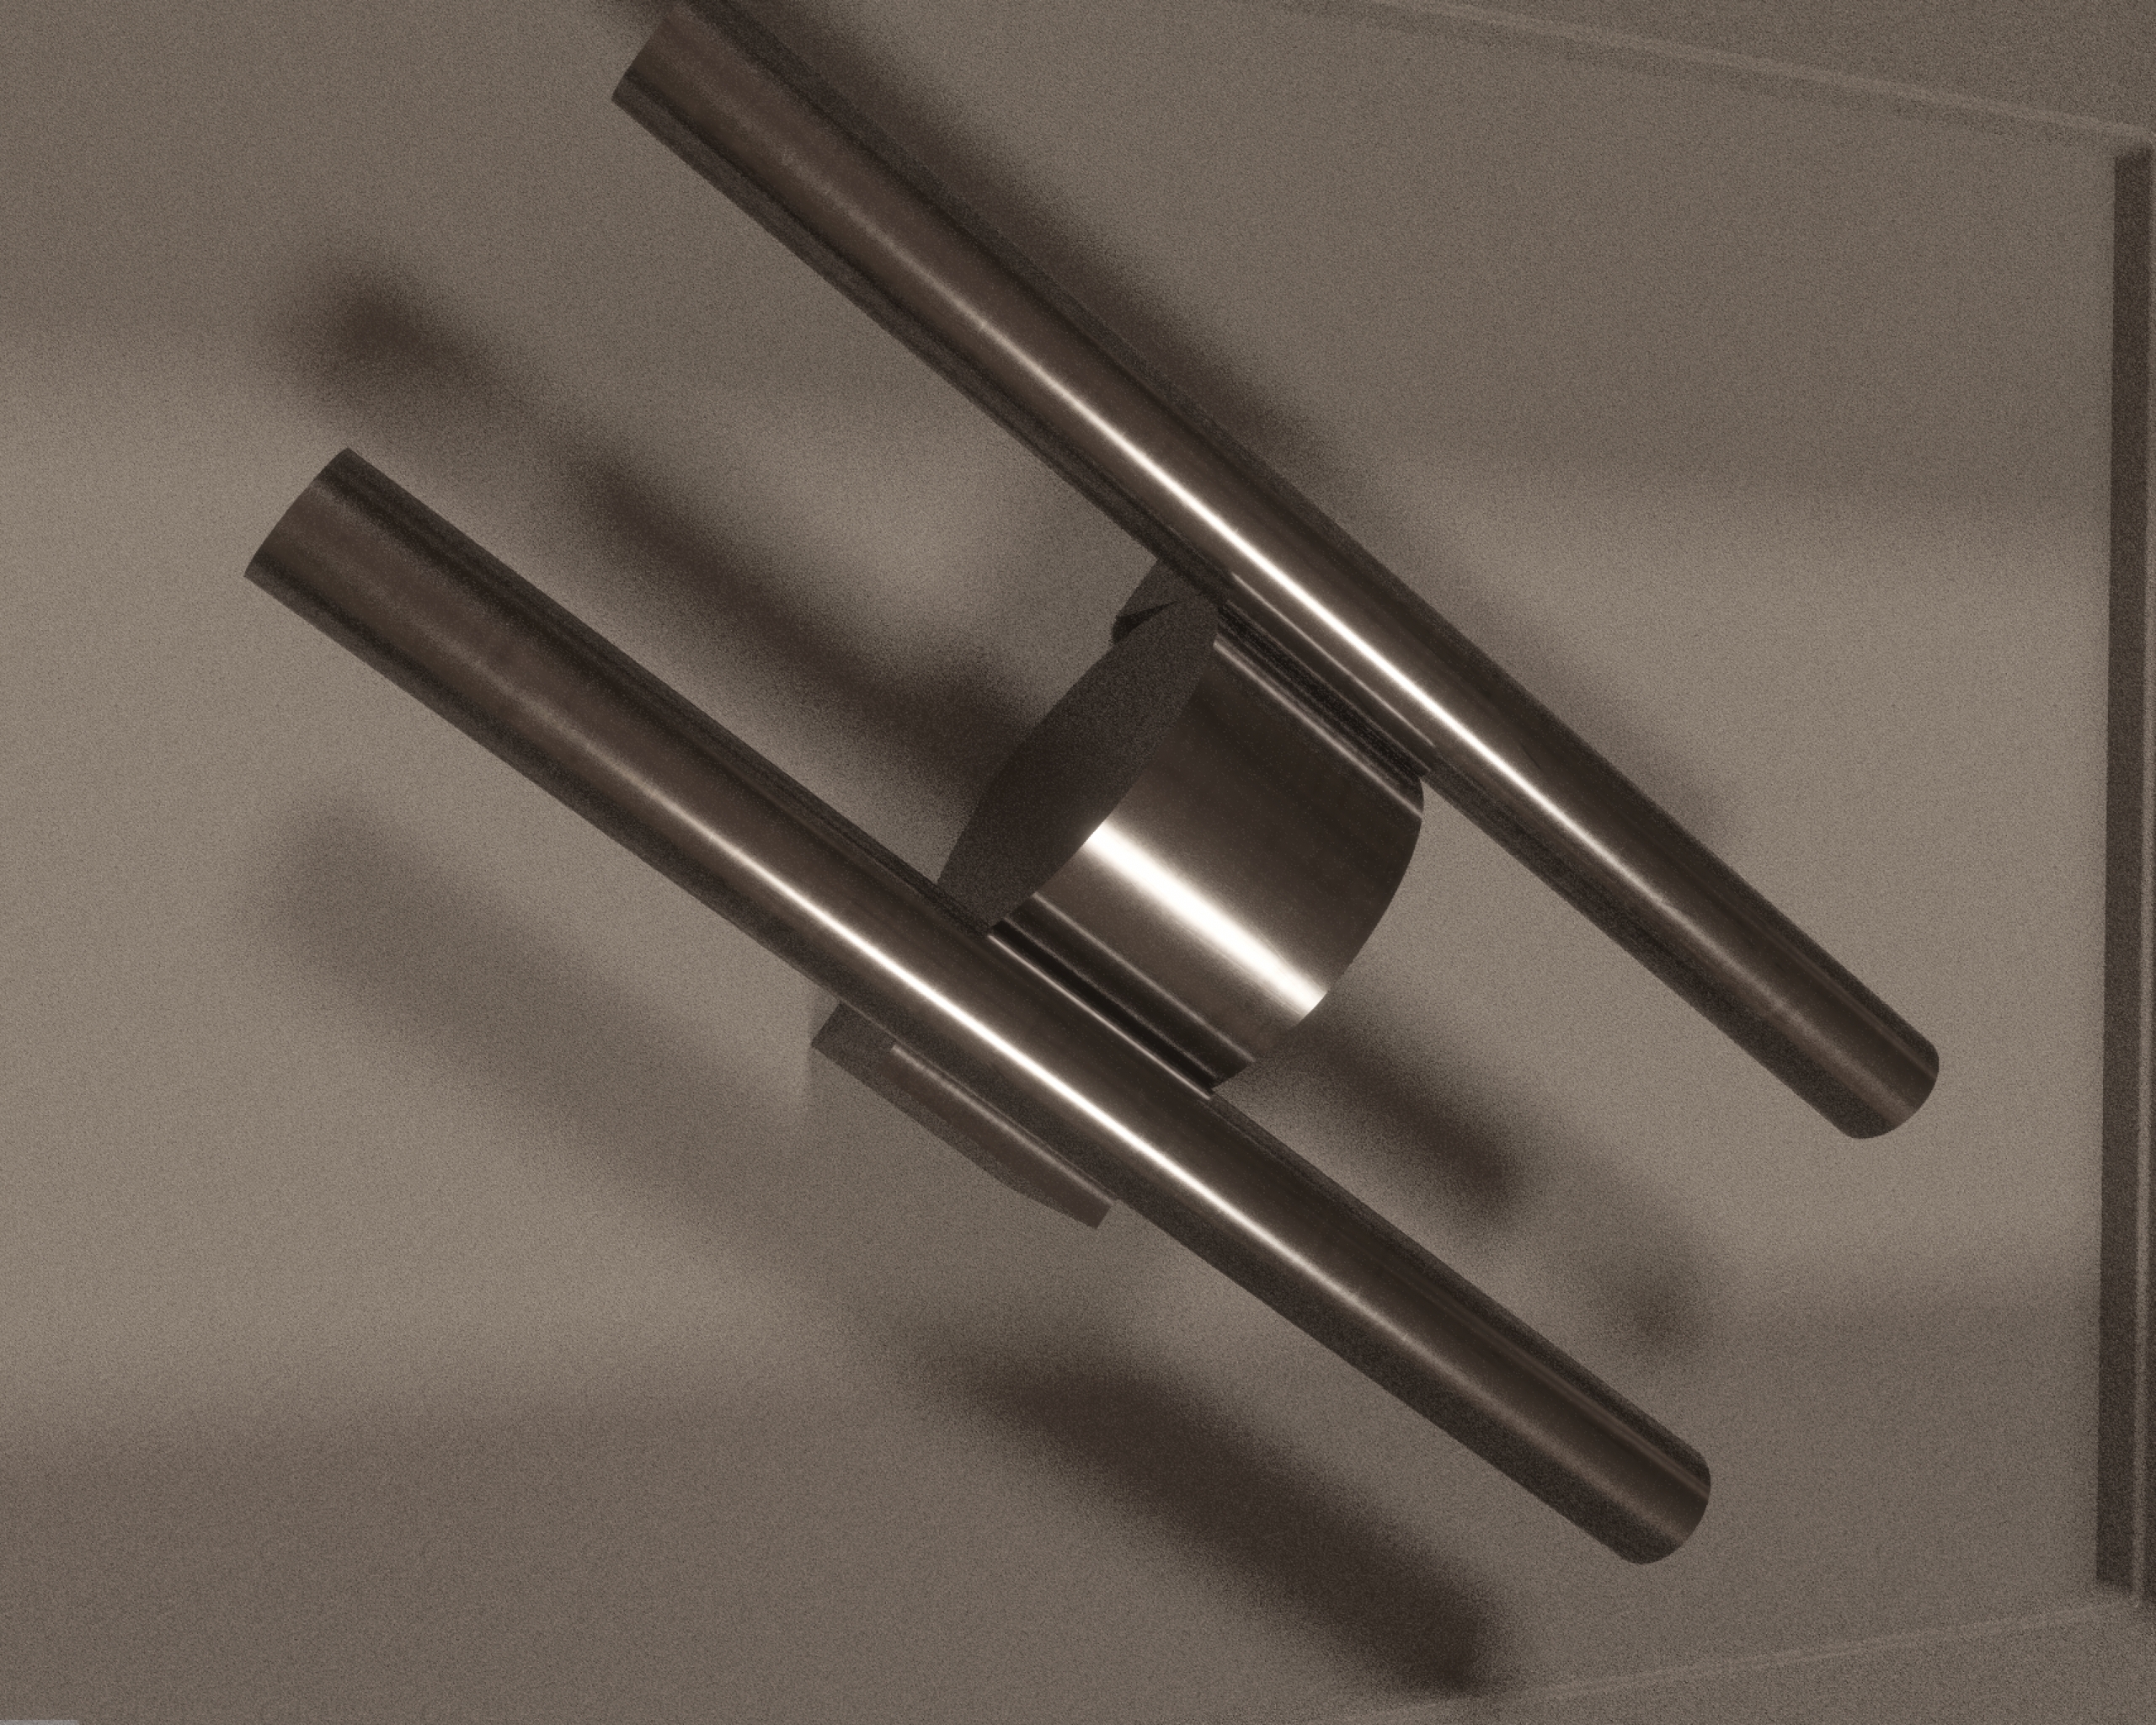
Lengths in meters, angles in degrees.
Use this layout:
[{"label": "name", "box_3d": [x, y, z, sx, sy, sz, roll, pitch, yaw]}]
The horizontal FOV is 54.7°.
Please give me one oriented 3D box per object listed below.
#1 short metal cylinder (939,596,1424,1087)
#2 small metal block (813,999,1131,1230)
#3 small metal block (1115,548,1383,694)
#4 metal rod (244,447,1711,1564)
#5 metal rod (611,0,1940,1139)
[{"label": "short metal cylinder", "box_3d": [0.017, -0.003, 0.387, 0.050, 0.080, 0.080, 38, 78, -17]}, {"label": "small metal block", "box_3d": [-0.017, 0.040, 0.390, 0.050, 0.050, 0.025, 38, 78, -16]}, {"label": "small metal block", "box_3d": [0.042, -0.045, 0.412, 0.050, 0.050, 0.025, 38, 78, -16]}, {"label": "metal rod", "box_3d": [-0.003, 0.035, 0.357, 0.301, 0.025, 0.025, 37, 78, -16]}, {"label": "metal rod", "box_3d": [0.048, -0.043, 0.375, 0.301, 0.025, 0.025, 38, 78, -17]}]
